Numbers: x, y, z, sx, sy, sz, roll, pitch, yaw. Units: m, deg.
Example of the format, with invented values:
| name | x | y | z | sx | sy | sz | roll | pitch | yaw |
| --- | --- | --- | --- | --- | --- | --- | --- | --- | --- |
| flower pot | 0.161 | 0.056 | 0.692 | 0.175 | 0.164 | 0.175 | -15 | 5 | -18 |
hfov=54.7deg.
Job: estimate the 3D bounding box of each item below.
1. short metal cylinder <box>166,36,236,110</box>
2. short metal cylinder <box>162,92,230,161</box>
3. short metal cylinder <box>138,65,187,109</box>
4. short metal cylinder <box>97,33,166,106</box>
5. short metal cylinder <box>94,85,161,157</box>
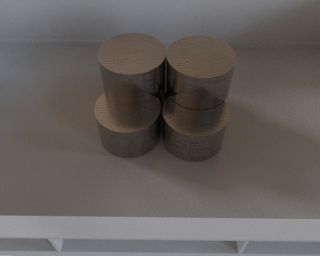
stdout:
| name | x | y | z | sx | sy | sz | roll | pitch | yaw |
| --- | --- | --- | --- | --- | --- | --- | --- | --- | --- |
| short metal cylinder | 0.048 | -0.068 | 0.378 | 0.080 | 0.050 | 0.080 | 0 | 50 | 0 |
| short metal cylinder | 0.043 | -0.005 | 0.391 | 0.080 | 0.050 | 0.080 | 0 | 50 | 0 |
| short metal cylinder | 0.006 | -0.061 | 0.438 | 0.080 | 0.050 | 0.080 | 0 | 50 | 0 |
| short metal cylinder | -0.033 | -0.073 | 0.383 | 0.080 | 0.050 | 0.080 | 0 | 50 | 0 |
| short metal cylinder | -0.039 | -0.010 | 0.394 | 0.080 | 0.050 | 0.080 | 0 | 50 | 0 |
